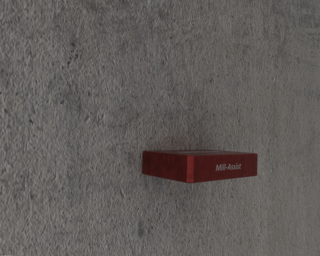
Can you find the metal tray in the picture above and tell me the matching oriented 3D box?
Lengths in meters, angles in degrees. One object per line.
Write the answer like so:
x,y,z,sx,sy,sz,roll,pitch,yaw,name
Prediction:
0.054,0.046,0.406,0.131,0.090,0.030,2,89,-40,metal tray
